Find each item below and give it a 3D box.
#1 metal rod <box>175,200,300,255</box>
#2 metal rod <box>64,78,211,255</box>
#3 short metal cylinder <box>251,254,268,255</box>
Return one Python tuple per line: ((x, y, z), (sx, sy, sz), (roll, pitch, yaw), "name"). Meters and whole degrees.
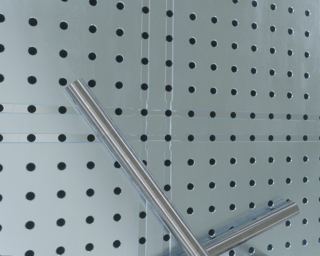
((0.076, 0.171, 0.440), (0.302, 0.025, 0.025), (-18, 96, -19), "metal rod")
((-0.019, 0.068, 0.391), (0.025, 0.025, 0.299), (-37, 97, -16), "metal rod")
((0.160, 0.236, 0.459), (0.081, 0.050, 0.079), (0, 90, -20), "short metal cylinder")
